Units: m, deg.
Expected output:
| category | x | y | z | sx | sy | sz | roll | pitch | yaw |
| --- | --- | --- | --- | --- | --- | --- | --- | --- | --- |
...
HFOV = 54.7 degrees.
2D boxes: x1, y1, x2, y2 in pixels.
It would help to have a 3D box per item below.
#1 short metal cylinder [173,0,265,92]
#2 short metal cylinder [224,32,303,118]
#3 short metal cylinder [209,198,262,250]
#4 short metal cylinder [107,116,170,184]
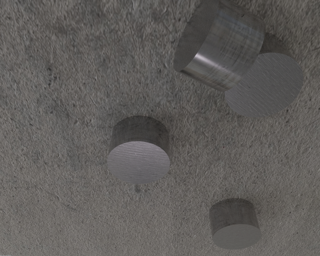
| category | x | y | z | sx | sy | sz | roll | pitch | yaw |
| --- | --- | --- | --- | --- | --- | --- | --- | --- | --- |
| short metal cylinder | 0.055 | -0.082 | 0.302 | 0.050 | 0.080 | 0.080 | 22 | 127 | -18 |
| short metal cylinder | 0.108 | -0.058 | 0.342 | 0.081 | 0.050 | 0.079 | 0 | 130 | 0 |
| short metal cylinder | 0.128 | 0.166 | 0.533 | 0.081 | 0.050 | 0.079 | 0 | 130 | 0 |
| short metal cylinder | -0.027 | 0.030 | 0.416 | 0.081 | 0.050 | 0.079 | 0 | 130 | 0 |
